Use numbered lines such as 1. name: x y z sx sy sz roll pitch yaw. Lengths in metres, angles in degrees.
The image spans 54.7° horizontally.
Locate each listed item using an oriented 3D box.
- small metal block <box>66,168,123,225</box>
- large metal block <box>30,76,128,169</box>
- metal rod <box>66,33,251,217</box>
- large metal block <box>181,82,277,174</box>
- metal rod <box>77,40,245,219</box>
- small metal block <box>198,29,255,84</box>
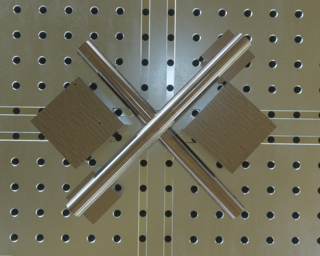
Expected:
1. small metal block: -0.086 0.090 0.413 0.050 0.025 0.050 45 90 0
2. large metal block: -0.101 -0.006 0.400 0.080 0.050 0.080 -43 90 0
3. metal rod: -0.001 -0.004 0.388 0.300 0.025 0.025 -45 90 0
4. large metal block: 0.086 0.000 0.401 0.080 0.050 0.080 43 90 0
5. metal rod: 0.001 0.002 0.412 0.025 0.025 0.300 -43 90 0
6. small metal block: 0.088 -0.093 0.414 0.050 0.025 0.050 -44 90 0
